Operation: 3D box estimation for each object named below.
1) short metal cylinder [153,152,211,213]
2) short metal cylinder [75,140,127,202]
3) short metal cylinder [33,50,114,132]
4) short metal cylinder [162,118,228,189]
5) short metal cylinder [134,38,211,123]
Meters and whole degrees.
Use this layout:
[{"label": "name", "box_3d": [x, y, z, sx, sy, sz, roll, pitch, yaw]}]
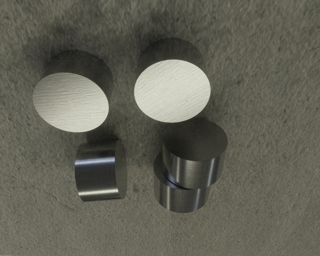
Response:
[{"label": "short metal cylinder", "box_3d": [0.031, 0.070, 0.431, 0.081, 0.080, 0.050, 0, 130, -1]}, {"label": "short metal cylinder", "box_3d": [-0.077, 0.058, 0.420, 0.050, 0.080, 0.080, -5, 130, 4]}, {"label": "short metal cylinder", "box_3d": [-0.096, -0.041, 0.354, 0.081, 0.050, 0.079, 0, 130, 0]}, {"label": "short metal cylinder", "box_3d": [0.043, 0.031, 0.398, 0.081, 0.080, 0.050, 0, 130, -1]}, {"label": "short metal cylinder", "box_3d": [0.013, -0.053, 0.346, 0.081, 0.050, 0.079, 0, 130, 0]}]
